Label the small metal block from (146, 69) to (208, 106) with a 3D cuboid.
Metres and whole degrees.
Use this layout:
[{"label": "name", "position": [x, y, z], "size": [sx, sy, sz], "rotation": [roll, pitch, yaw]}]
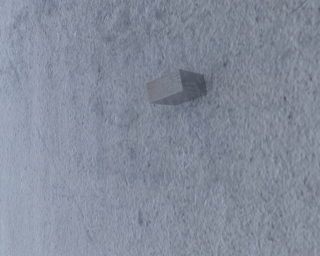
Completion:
[{"label": "small metal block", "position": [0.021, -0.047, 0.373], "size": [0.050, 0.050, 0.025], "rotation": [-17, 79, 39]}]
